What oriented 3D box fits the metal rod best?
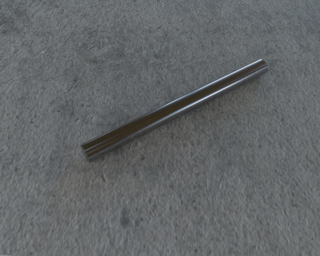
[{"bbox_3d":[0.034,-0.032,0.430,0.302,0.025,0.025,-27,55,-21],"label":"metal rod"}]
